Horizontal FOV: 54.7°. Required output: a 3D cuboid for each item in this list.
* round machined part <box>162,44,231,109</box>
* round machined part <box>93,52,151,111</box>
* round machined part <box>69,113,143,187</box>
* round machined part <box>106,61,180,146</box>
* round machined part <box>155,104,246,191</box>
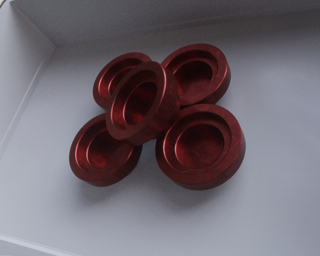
[{"bbox_3d":[0.044,-0.059,0.405,0.098,0.042,0.098,-13,56,20],"label":"round machined part"},{"bbox_3d":[-0.045,-0.059,0.450,0.098,0.042,0.098,-13,56,20],"label":"round machined part"},{"bbox_3d":[-0.066,0.031,0.407,0.098,0.042,0.098,-13,56,20],"label":"round machined part"},{"bbox_3d":[-0.016,-0.025,0.360,0.098,0.042,0.098,-25,51,36],"label":"round machined part"},{"bbox_3d":[0.048,0.024,0.352,0.098,0.042,0.098,-13,56,20],"label":"round machined part"}]
